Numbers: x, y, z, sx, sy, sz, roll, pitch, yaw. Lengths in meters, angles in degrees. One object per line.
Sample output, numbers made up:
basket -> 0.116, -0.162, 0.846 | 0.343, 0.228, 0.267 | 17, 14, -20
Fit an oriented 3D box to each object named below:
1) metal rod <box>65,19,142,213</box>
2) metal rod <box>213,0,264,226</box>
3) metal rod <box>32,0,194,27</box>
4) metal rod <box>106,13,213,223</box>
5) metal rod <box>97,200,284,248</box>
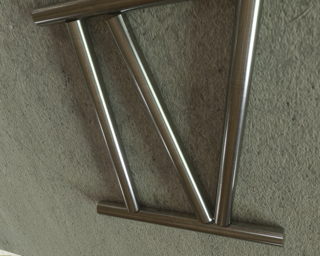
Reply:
metal rod -> -0.073, -0.001, 0.443 | 0.025, 0.025, 0.298 | 1, 119, 27
metal rod -> 0.086, 0.002, 0.362 | 0.025, 0.025, 0.298 | 12, 124, 21
metal rod -> -0.021, -0.140, 0.331 | 0.301, 0.025, 0.025 | 1, 119, 27
metal rod -> 0.008, 0.001, 0.403 | 0.025, 0.025, 0.299 | -12, 113, 33
metal rod -> 0.030, 0.143, 0.478 | 0.301, 0.025, 0.025 | 1, 119, 27
